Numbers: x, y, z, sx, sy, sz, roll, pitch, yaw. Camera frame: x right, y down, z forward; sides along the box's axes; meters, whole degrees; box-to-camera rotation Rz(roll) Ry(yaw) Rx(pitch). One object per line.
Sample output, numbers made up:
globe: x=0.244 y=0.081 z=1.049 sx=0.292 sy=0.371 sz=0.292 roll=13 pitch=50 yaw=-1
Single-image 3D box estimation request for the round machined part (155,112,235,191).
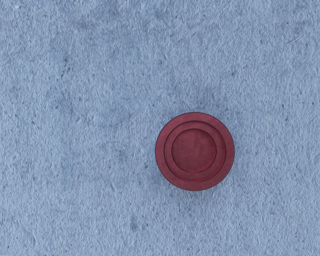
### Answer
round machined part: x=0.043 y=0.029 z=0.402 sx=0.099 sy=0.042 sz=0.097 roll=0 pitch=90 yaw=0
